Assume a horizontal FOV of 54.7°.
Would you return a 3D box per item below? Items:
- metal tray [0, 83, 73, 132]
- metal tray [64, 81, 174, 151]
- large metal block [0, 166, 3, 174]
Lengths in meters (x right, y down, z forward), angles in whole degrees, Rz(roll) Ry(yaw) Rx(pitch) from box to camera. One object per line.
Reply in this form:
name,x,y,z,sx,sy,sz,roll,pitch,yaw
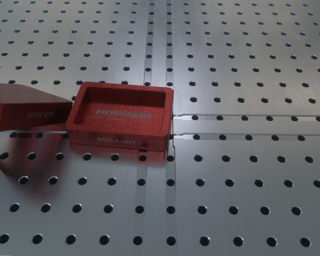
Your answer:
metal tray,-0.181,-0.029,0.376,0.090,0.030,0.130,18,11,15
metal tray,-0.050,-0.018,0.418,0.131,0.030,0.090,5,50,4
large metal block,-0.238,0.030,0.345,0.081,0.080,0.050,-27,55,-21
